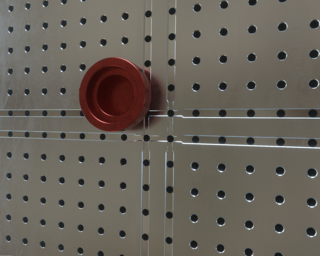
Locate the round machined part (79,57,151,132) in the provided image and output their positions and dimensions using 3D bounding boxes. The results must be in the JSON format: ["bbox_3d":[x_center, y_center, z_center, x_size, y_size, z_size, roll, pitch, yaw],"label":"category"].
[{"bbox_3d":[-0.057,-0.044,0.424,0.098,0.042,0.097,0,90,20],"label":"round machined part"}]
